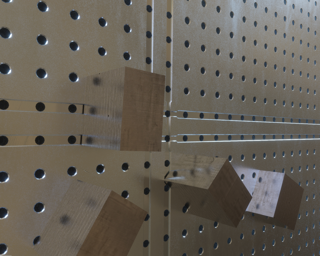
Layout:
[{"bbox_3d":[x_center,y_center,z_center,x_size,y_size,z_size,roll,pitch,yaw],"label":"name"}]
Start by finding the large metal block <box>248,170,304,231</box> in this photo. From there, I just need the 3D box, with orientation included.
[{"bbox_3d":[0.215,0.133,0.572,0.080,0.050,0.080,35,69,-35],"label":"large metal block"}]

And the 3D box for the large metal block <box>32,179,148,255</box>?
[{"bbox_3d":[-0.071,0.104,0.313,0.050,0.080,0.080,41,65,-32],"label":"large metal block"}]

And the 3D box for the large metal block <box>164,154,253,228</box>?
[{"bbox_3d":[0.067,0.084,0.428,0.050,0.080,0.080,-51,120,-27],"label":"large metal block"}]

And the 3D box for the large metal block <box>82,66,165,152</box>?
[{"bbox_3d":[-0.041,-0.017,0.338,0.050,0.080,0.080,5,87,-40],"label":"large metal block"}]
